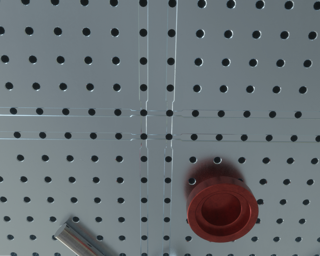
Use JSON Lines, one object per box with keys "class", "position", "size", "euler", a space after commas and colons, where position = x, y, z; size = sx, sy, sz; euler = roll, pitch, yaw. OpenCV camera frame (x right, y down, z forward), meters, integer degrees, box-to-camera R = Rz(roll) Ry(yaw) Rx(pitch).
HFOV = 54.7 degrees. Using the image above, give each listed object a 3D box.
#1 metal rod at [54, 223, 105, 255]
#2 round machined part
{"class": "metal rod", "position": [-0.052, 0.260, 0.508], "size": [0.025, 0.025, 0.300], "euler": [-39, 106, 13]}
{"class": "round machined part", "position": [0.087, 0.112, 0.446], "size": [0.099, 0.042, 0.097], "euler": [0, 110, 0]}
